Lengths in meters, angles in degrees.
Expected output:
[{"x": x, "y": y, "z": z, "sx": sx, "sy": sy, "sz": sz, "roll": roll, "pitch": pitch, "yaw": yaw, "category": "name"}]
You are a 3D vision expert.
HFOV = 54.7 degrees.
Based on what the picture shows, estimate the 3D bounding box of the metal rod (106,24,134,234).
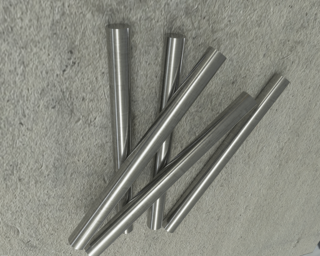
[{"x": -0.048, "y": 0.023, "z": 0.394, "sx": 0.025, "sy": 0.025, "sz": 0.298, "roll": -12, "pitch": 124, "yaw": -22, "category": "metal rod"}]

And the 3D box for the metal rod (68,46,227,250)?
[{"x": -0.021, "y": 0.032, "z": 0.380, "sx": 0.025, "sy": 0.025, "sz": 0.299, "roll": 29, "pitch": 102, "yaw": -38, "category": "metal rod"}]

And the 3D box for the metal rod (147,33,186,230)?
[{"x": 0.004, "y": 0.025, "z": 0.424, "sx": 0.025, "sy": 0.025, "sz": 0.298, "roll": -9, "pitch": 122, "yaw": -24, "category": "metal rod"}]

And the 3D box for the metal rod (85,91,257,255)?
[{"x": 0.013, "y": 0.064, "z": 0.419, "sx": 0.300, "sy": 0.025, "sz": 0.025, "roll": -44, "pitch": 129, "yaw": 2, "category": "metal rod"}]

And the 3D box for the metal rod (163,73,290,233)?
[{"x": 0.098, "y": 0.046, "z": 0.487, "sx": 0.025, "sy": 0.025, "sz": 0.299, "roll": 27, "pitch": 104, "yaw": -37, "category": "metal rod"}]
